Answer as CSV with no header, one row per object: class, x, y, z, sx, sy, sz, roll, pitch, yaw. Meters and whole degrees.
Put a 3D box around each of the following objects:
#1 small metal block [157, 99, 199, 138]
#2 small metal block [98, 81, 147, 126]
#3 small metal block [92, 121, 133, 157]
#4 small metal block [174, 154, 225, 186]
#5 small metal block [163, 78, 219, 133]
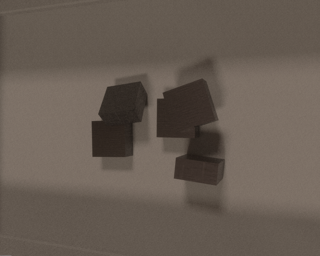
small metal block,0.024,-0.013,0.401,0.050,0.025,0.050,1,90,19
small metal block,-0.048,-0.032,0.413,0.050,0.025,0.050,-6,50,19
small metal block,-0.066,0.015,0.433,0.050,0.025,0.050,-1,90,19
small metal block,0.050,0.050,0.379,0.050,0.050,0.025,6,92,19
small metal block,0.037,-0.026,0.371,0.050,0.025,0.050,-18,84,18
